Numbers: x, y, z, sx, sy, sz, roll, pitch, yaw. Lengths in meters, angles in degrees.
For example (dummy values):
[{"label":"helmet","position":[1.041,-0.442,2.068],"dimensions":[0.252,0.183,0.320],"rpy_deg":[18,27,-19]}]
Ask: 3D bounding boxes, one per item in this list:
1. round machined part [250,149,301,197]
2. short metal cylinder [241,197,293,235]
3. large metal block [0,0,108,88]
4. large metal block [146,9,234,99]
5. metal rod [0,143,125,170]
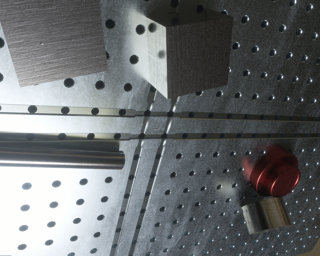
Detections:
[{"label":"round machined part","position":[0.220,0.091,0.576],"dimensions":[0.099,0.042,0.097],"rpy_deg":[-14,124,-21]},{"label":"short metal cylinder","position":[0.200,0.167,0.584],"dimensions":[0.081,0.050,0.080],"rpy_deg":[-10,155,-5]},{"label":"large metal block","position":[-0.099,-0.091,0.285],"dimensions":[0.081,0.050,0.079],"rpy_deg":[-15,125,-20]},{"label":"large metal block","position":[0.033,-0.088,0.359],"dimensions":[0.081,0.050,0.079],"rpy_deg":[-15,125,-20]},{"label":"metal rod","position":[-0.180,0.028,0.330],"dimensions":[0.302,0.025,0.025],"rpy_deg":[6,115,-31]}]
